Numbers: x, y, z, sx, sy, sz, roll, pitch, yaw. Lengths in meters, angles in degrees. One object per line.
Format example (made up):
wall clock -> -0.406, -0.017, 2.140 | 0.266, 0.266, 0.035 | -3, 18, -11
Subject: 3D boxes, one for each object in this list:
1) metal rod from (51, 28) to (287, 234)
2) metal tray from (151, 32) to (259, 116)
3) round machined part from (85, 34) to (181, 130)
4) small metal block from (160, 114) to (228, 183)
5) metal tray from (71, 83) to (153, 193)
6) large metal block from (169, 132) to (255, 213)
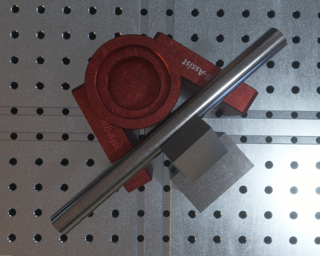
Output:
metal rod -> 0.010, 0.003, 0.323 | 0.300, 0.025, 0.025 | -41, 91, -1
metal tray -> 0.046, -0.061, 0.380 | 0.130, 0.090, 0.030 | 31, 91, -1
round machined part -> -0.028, -0.047, 0.336 | 0.099, 0.042, 0.097 | 0, 90, -1
small metal block -> 0.036, 0.023, 0.320 | 0.050, 0.050, 0.025 | -43, 46, 0
metal tray -> -0.053, 0.008, 0.380 | 0.030, 0.090, 0.130 | -29, 90, 0
large metal block -> 0.058, 0.049, 0.383 | 0.080, 0.080, 0.050 | -41, 91, 0
